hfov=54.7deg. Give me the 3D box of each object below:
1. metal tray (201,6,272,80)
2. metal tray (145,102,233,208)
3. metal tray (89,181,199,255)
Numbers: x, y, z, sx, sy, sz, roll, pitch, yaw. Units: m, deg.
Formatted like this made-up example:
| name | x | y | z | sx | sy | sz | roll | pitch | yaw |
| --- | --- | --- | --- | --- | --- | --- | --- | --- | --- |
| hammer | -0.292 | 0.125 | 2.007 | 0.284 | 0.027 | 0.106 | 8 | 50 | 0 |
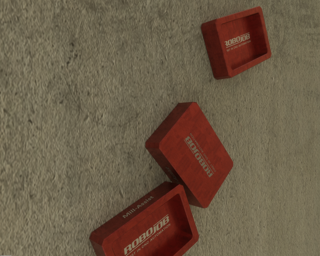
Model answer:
| name | x | y | z | sx | sy | sz | roll | pitch | yaw |
| --- | --- | --- | --- | --- | --- | --- | --- | --- | --- |
| metal tray | 0.129 | -0.141 | 0.508 | 0.131 | 0.030 | 0.090 | -29 | 108 | -36 |
| metal tray | 0.047 | 0.039 | 0.441 | 0.090 | 0.030 | 0.130 | -50 | 120 | -28 |
| metal tray | -0.013 | 0.137 | 0.390 | 0.131 | 0.030 | 0.090 | -29 | 108 | -36 |
